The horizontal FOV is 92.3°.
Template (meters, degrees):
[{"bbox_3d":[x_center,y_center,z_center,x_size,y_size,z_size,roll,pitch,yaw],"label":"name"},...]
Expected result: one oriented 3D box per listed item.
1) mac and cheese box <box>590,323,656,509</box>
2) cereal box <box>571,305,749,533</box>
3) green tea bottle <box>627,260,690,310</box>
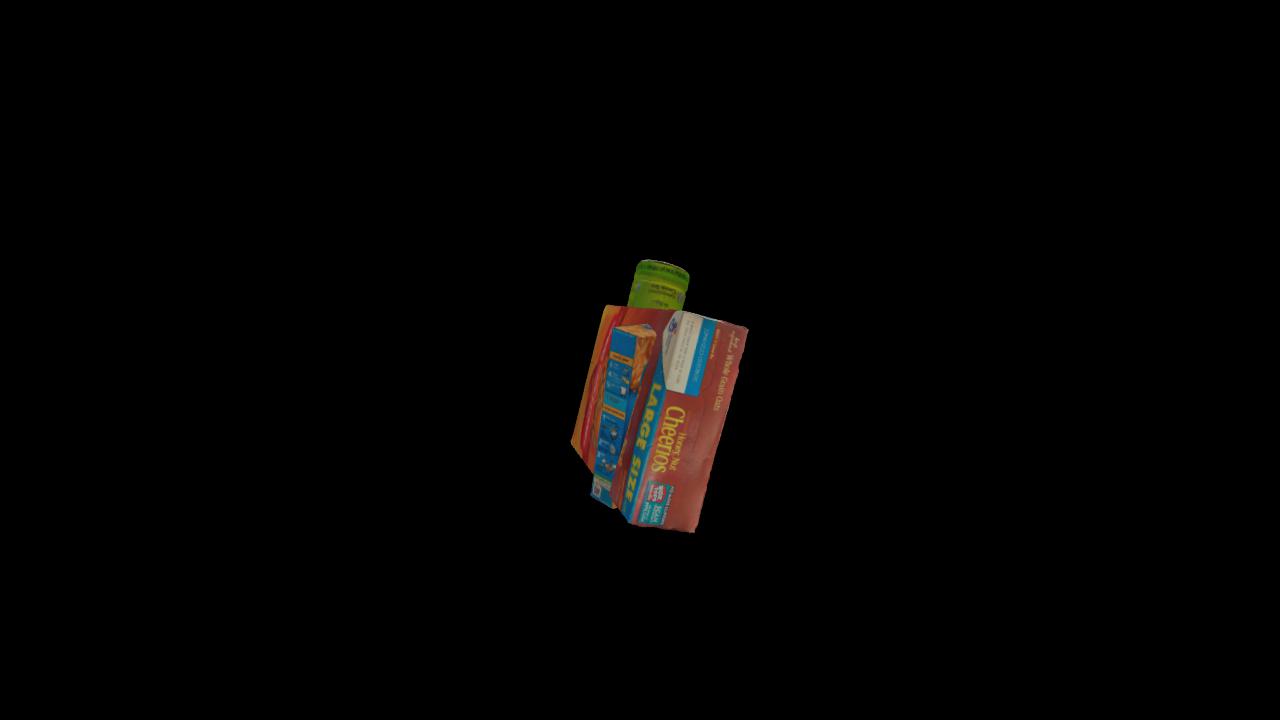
[{"bbox_3d":[0.002,0.055,0.643,0.041,0.184,0.093,22,21,39],"label":"mac and cheese box"},{"bbox_3d":[0.003,0.043,0.700,0.081,0.203,0.306,14,3,-17],"label":"cereal box"},{"bbox_3d":[0.006,-0.013,0.758,0.073,0.212,0.073,12,-3,1],"label":"green tea bottle"}]
